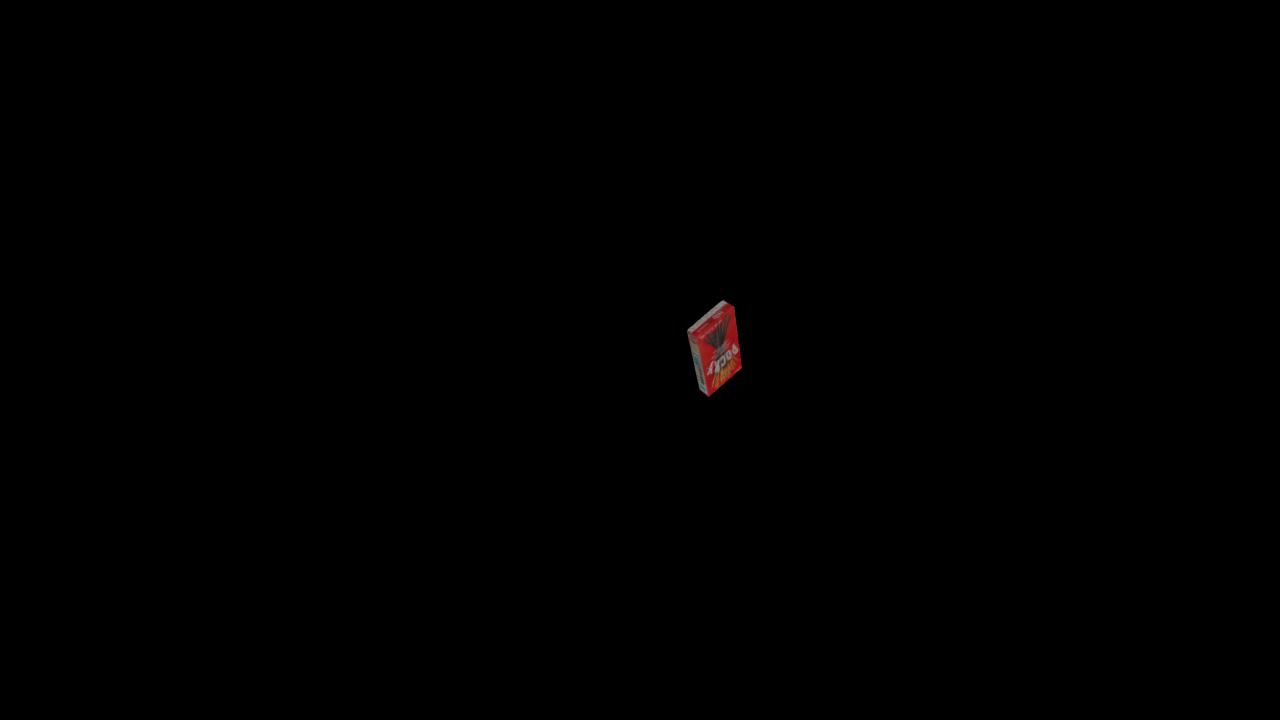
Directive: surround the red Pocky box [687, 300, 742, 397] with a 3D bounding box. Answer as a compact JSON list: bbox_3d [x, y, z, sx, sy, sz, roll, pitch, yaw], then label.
[{"bbox_3d":[0.121,-0.015,0.976,0.083,0.155,0.028,-41,53,-18],"label":"red Pocky box"}]
